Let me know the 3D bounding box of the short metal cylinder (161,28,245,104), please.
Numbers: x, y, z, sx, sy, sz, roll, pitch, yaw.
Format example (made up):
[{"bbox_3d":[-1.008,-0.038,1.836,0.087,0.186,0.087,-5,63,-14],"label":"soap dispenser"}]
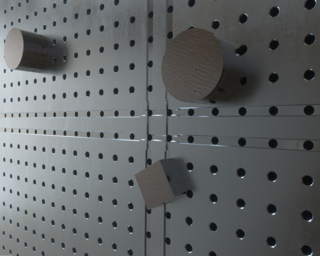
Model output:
[{"bbox_3d":[0.049,-0.067,0.353,0.080,0.050,0.080,0,90,40],"label":"short metal cylinder"}]

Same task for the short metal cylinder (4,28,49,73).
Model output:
[{"bbox_3d":[-0.265,-0.152,0.612,0.080,0.050,0.080,0,90,40],"label":"short metal cylinder"}]

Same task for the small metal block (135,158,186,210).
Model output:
[{"bbox_3d":[0.000,0.074,0.410,0.050,0.025,0.050,-35,68,34],"label":"small metal block"}]
